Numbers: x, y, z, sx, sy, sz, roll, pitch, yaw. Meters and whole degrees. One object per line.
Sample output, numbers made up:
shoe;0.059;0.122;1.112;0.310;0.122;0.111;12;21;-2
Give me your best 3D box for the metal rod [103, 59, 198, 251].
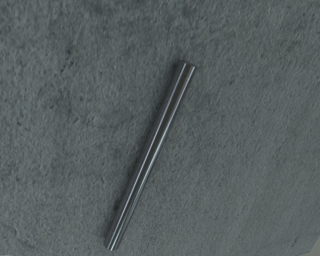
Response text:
metal rod;-0.020;0.050;0.428;0.025;0.025;0.298;10;113;-33
